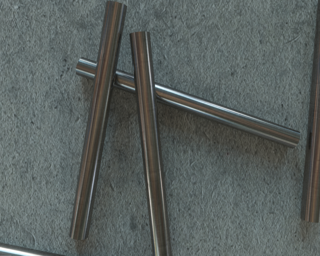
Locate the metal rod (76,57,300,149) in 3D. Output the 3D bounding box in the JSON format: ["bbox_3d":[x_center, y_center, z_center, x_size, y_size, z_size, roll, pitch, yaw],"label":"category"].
[{"bbox_3d":[0.037,-0.033,0.410,0.301,0.025,0.025,19,90,0],"label":"metal rod"}]

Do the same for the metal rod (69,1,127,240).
[{"bbox_3d":[-0.080,-0.003,0.391,0.025,0.025,0.298,11,97,0],"label":"metal rod"}]

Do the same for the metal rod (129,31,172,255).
[{"bbox_3d":[-0.010,0.033,0.393,0.025,0.025,0.298,-6,97,0],"label":"metal rod"}]

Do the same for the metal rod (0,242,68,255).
[{"bbox_3d":[-0.134,0.180,0.408,0.302,0.025,0.025,11,90,0],"label":"metal rod"}]

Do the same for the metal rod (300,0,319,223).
[{"bbox_3d":[0.212,-0.027,0.411,0.025,0.025,0.298,5,90,0],"label":"metal rod"}]
